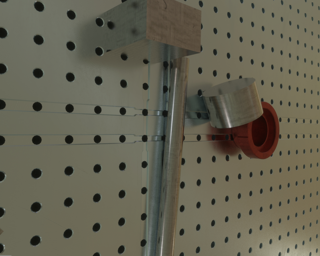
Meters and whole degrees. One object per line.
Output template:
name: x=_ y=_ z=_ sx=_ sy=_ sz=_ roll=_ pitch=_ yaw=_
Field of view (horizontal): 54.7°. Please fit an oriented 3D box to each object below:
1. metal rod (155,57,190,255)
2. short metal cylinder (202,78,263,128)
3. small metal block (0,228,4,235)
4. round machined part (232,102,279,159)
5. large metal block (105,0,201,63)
metal rod: x=0.017 y=0.051 z=0.425 sx=0.025 sy=0.025 sz=0.298 roll=8 pitch=85 yaw=-40
short metal cylinder: x=0.109 y=-0.039 z=0.468 sx=0.081 sy=0.080 sz=0.050 roll=-31 pitch=110 yaw=-36
small metal block: x=-0.165 y=0.093 z=0.256 sx=0.050 sy=0.050 sz=0.025 roll=-52 pitch=121 yaw=-28
round machined part: x=0.163 y=0.004 z=0.538 sx=0.099 sy=0.042 sz=0.097 roll=0 pitch=90 yaw=-40
large metal block: x=-0.009 y=-0.114 z=0.368 sx=0.081 sy=0.080 sz=0.050 roll=2 pitch=89 yaw=-40
